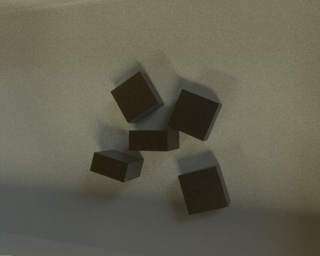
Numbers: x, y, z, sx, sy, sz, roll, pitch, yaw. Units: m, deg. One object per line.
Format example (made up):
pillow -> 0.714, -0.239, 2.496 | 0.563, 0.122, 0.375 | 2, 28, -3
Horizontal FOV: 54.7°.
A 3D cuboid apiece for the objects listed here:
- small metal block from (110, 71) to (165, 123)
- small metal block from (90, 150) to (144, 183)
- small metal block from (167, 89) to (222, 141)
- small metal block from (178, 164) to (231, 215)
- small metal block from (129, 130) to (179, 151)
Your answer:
small metal block -> -0.030, -0.041, 0.420 | 0.050, 0.025, 0.050 | -33, 80, 16
small metal block -> -0.057, 0.050, 0.416 | 0.050, 0.050, 0.025 | 16, 95, 19
small metal block -> 0.044, -0.016, 0.394 | 0.050, 0.025, 0.050 | 24, 98, 18
small metal block -> 0.056, 0.077, 0.390 | 0.050, 0.025, 0.050 | -18, 84, 18
small metal block -> -0.006, 0.015, 0.399 | 0.050, 0.050, 0.025 | 0, 90, 19
